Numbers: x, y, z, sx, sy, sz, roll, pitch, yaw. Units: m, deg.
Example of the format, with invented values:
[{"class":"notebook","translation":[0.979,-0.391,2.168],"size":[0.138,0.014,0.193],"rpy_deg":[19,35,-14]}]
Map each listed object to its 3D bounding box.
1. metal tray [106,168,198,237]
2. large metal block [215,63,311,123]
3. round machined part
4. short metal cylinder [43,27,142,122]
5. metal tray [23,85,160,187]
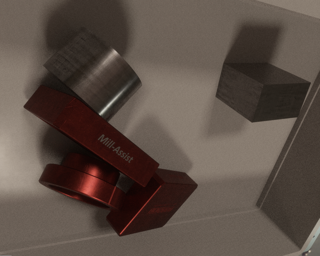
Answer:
[{"class":"metal tray","translation":[-0.005,0.102,0.435],"size":[0.090,0.030,0.130],"rpy_deg":[-51,153,8]},{"class":"large metal block","translation":[0.136,-0.051,0.418],"size":[0.081,0.080,0.050],"rpy_deg":[-6,121,-26]},{"class":"round machined part","translation":[-0.086,0.062,0.366],"size":[0.098,0.098,0.042],"rpy_deg":[39,61,-40]},{"class":"short metal cylinder","translation":[-0.064,-0.050,0.303],"size":[0.050,0.080,0.080],"rpy_deg":[-49,130,-7]},{"class":"metal tray","translation":[-0.070,0.010,0.332],"size":[0.130,0.090,0.030],"rpy_deg":[43,74,-40]}]
